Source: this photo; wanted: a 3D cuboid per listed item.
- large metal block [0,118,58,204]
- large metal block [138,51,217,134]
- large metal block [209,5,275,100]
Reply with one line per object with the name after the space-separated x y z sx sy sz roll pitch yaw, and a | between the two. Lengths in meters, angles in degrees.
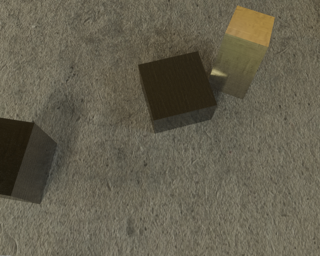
-0.168 0.041 0.363 0.050 0.080 0.080 9 70 3 | large metal block
0.021 -0.046 0.412 0.081 0.050 0.080 -14 71 -5 | large metal block
0.104 -0.098 0.402 0.050 0.079 0.080 21 47 7 | large metal block
